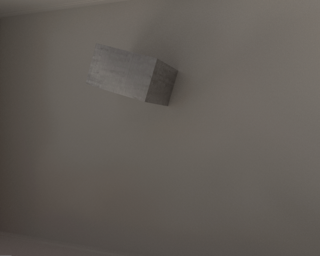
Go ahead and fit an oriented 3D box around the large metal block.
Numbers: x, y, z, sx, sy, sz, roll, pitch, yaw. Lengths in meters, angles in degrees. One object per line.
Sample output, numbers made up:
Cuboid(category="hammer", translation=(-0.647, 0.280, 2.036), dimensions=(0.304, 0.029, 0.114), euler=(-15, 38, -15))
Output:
Cuboid(category="large metal block", translation=(-0.032, -0.065, 0.393), dimensions=(0.080, 0.080, 0.050), euler=(18, 96, 19))
